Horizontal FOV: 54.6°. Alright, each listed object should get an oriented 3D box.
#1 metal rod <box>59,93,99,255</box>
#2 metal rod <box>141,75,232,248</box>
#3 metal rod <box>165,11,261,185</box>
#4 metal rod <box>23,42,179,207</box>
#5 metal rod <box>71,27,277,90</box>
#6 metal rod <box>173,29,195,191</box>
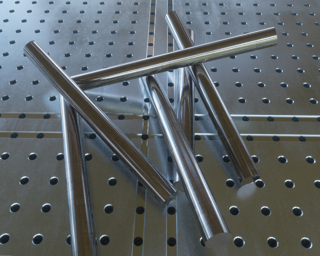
[{"bbox_3d":[-0.094,0.063,0.354,0.025,0.025,0.300,-12,51,-9],"label":"metal rod"},{"bbox_3d":[0.014,0.002,0.379,0.025,0.025,0.300,-11,43,-9],"label":"metal rod"},{"bbox_3d":[0.063,-0.062,0.435,0.025,0.025,0.299,-13,59,-11],"label":"metal rod"},{"bbox_3d":[-0.088,-0.019,0.398,0.025,0.025,0.300,-35,66,-25],"label":"metal rod"},{"bbox_3d":[0.007,-0.092,0.436,0.301,0.025,0.025,-12,50,9],"label":"metal rod"},{"bbox_3d":[0.038,-0.049,0.448,0.025,0.025,0.300,3,50,3],"label":"metal rod"}]
